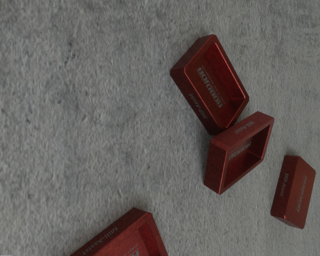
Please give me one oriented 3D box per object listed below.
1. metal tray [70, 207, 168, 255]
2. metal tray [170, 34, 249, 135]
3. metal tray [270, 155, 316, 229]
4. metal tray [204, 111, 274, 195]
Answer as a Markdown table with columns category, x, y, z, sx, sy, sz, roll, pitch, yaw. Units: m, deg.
| category | x | y | z | sx | sy | sz | roll | pitch | yaw |
| --- | --- | --- | --- | --- | --- | --- | --- | --- | --- |
| metal tray | -0.052 | 0.167 | 0.359 | 0.131 | 0.030 | 0.090 | -31 | 110 | -36 |
| metal tray | 0.080 | -0.063 | 0.471 | 0.090 | 0.030 | 0.130 | -52 | 121 | -27 |
| metal tray | 0.277 | 0.132 | 0.638 | 0.090 | 0.030 | 0.130 | 33 | 69 | -35 |
| metal tray | 0.125 | 0.036 | 0.486 | 0.131 | 0.030 | 0.089 | -26 | 132 | -37 |
